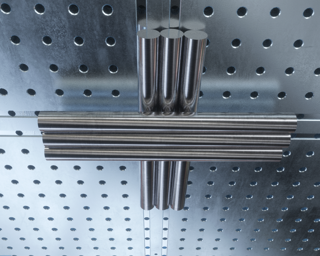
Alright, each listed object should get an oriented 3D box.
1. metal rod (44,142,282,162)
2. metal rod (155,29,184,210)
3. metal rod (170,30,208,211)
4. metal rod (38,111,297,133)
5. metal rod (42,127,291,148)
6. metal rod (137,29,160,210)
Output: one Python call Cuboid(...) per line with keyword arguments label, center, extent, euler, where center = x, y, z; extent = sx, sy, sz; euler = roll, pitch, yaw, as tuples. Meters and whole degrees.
Cuboid(label="metal rod", center=(0.005, 0.031, 0.405), extent=(0.302, 0.025, 0.025), euler=(0, 130, -1))
Cuboid(label="metal rod", center=(0.008, 0.014, 0.423), extent=(0.025, 0.025, 0.298), euler=(1, 130, -1))
Cuboid(label="metal rod", center=(0.033, 0.015, 0.424), extent=(0.025, 0.025, 0.298), euler=(1, 130, -1))
Cuboid(label="metal rod", center=(0.009, -0.007, 0.372), extent=(0.302, 0.025, 0.025), euler=(0, 130, -1))
Cuboid(label="metal rod", center=(0.009, 0.012, 0.389), extent=(0.302, 0.025, 0.025), euler=(0, 130, -1))
Cuboid(label="metal rod", center=(-0.017, 0.014, 0.423), extent=(0.025, 0.025, 0.298), euler=(1, 130, -1))
